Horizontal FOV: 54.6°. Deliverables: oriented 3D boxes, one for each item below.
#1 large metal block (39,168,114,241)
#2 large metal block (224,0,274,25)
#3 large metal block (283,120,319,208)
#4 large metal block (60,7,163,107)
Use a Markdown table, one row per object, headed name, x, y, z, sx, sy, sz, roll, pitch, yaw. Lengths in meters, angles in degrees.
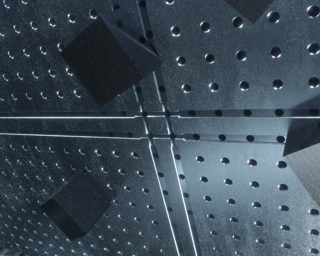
| name | x | y | z | sx | sy | sz | roll | pitch | yaw |
| --- | --- | --- | --- | --- | --- | --- | --- | --- | --- |
| large metal block | -0.140 | 0.130 | 0.531 | 0.050 | 0.080 | 0.080 | -33 | 100 | 38 |
| large metal block | 0.080 | -0.150 | 0.261 | 0.080 | 0.050 | 0.080 | 40 | 129 | 1 |
| large metal block | 0.187 | 0.032 | 0.316 | 0.080 | 0.050 | 0.080 | -31 | 101 | 38 |
| large metal block | -0.058 | -0.084 | 0.375 | 0.080 | 0.050 | 0.080 | -27 | 104 | 37 |
